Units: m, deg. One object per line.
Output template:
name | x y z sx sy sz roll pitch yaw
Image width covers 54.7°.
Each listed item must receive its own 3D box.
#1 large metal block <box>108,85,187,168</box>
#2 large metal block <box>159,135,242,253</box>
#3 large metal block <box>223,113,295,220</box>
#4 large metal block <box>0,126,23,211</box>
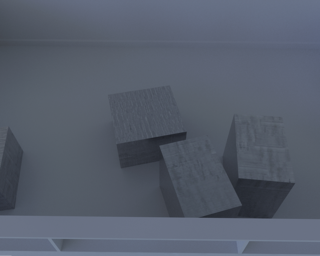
large metal block | -0.018 -0.003 0.391 0.081 0.050 0.080 -10 51 -8
large metal block | 0.035 0.067 0.313 0.050 0.080 0.080 -12 51 -10
large metal block | 0.100 0.042 0.334 0.050 0.080 0.080 5 50 4
large metal block | -0.208 0.049 0.346 0.081 0.050 0.080 -7 50 -6
